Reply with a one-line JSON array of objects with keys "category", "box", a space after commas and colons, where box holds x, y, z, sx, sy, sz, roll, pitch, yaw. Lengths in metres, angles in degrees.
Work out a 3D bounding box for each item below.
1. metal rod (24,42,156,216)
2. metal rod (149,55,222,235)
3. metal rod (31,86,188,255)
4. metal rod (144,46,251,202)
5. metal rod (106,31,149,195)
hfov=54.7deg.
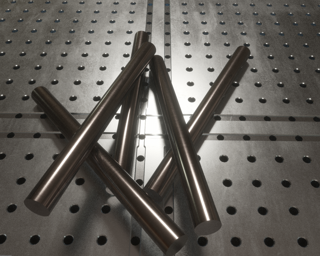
[{"category": "metal rod", "box": [-0.063, -0.027, 0.378, 0.025, 0.025, 0.301, 14, 44, 11]}, {"category": "metal rod", "box": [0.018, -0.009, 0.386, 0.025, 0.025, 0.300, -7, 42, -6]}, {"category": "metal rod", "box": [-0.079, 0.027, 0.358, 0.025, 0.025, 0.300, -32, 49, -24]}, {"category": "metal rod", "box": [0.065, -0.026, 0.429, 0.025, 0.025, 0.301, 23, 54, 18]}, {"category": "metal rod", "box": [-0.040, -0.044, 0.444, 0.025, 0.025, 0.300, 3, 50, 2]}]
